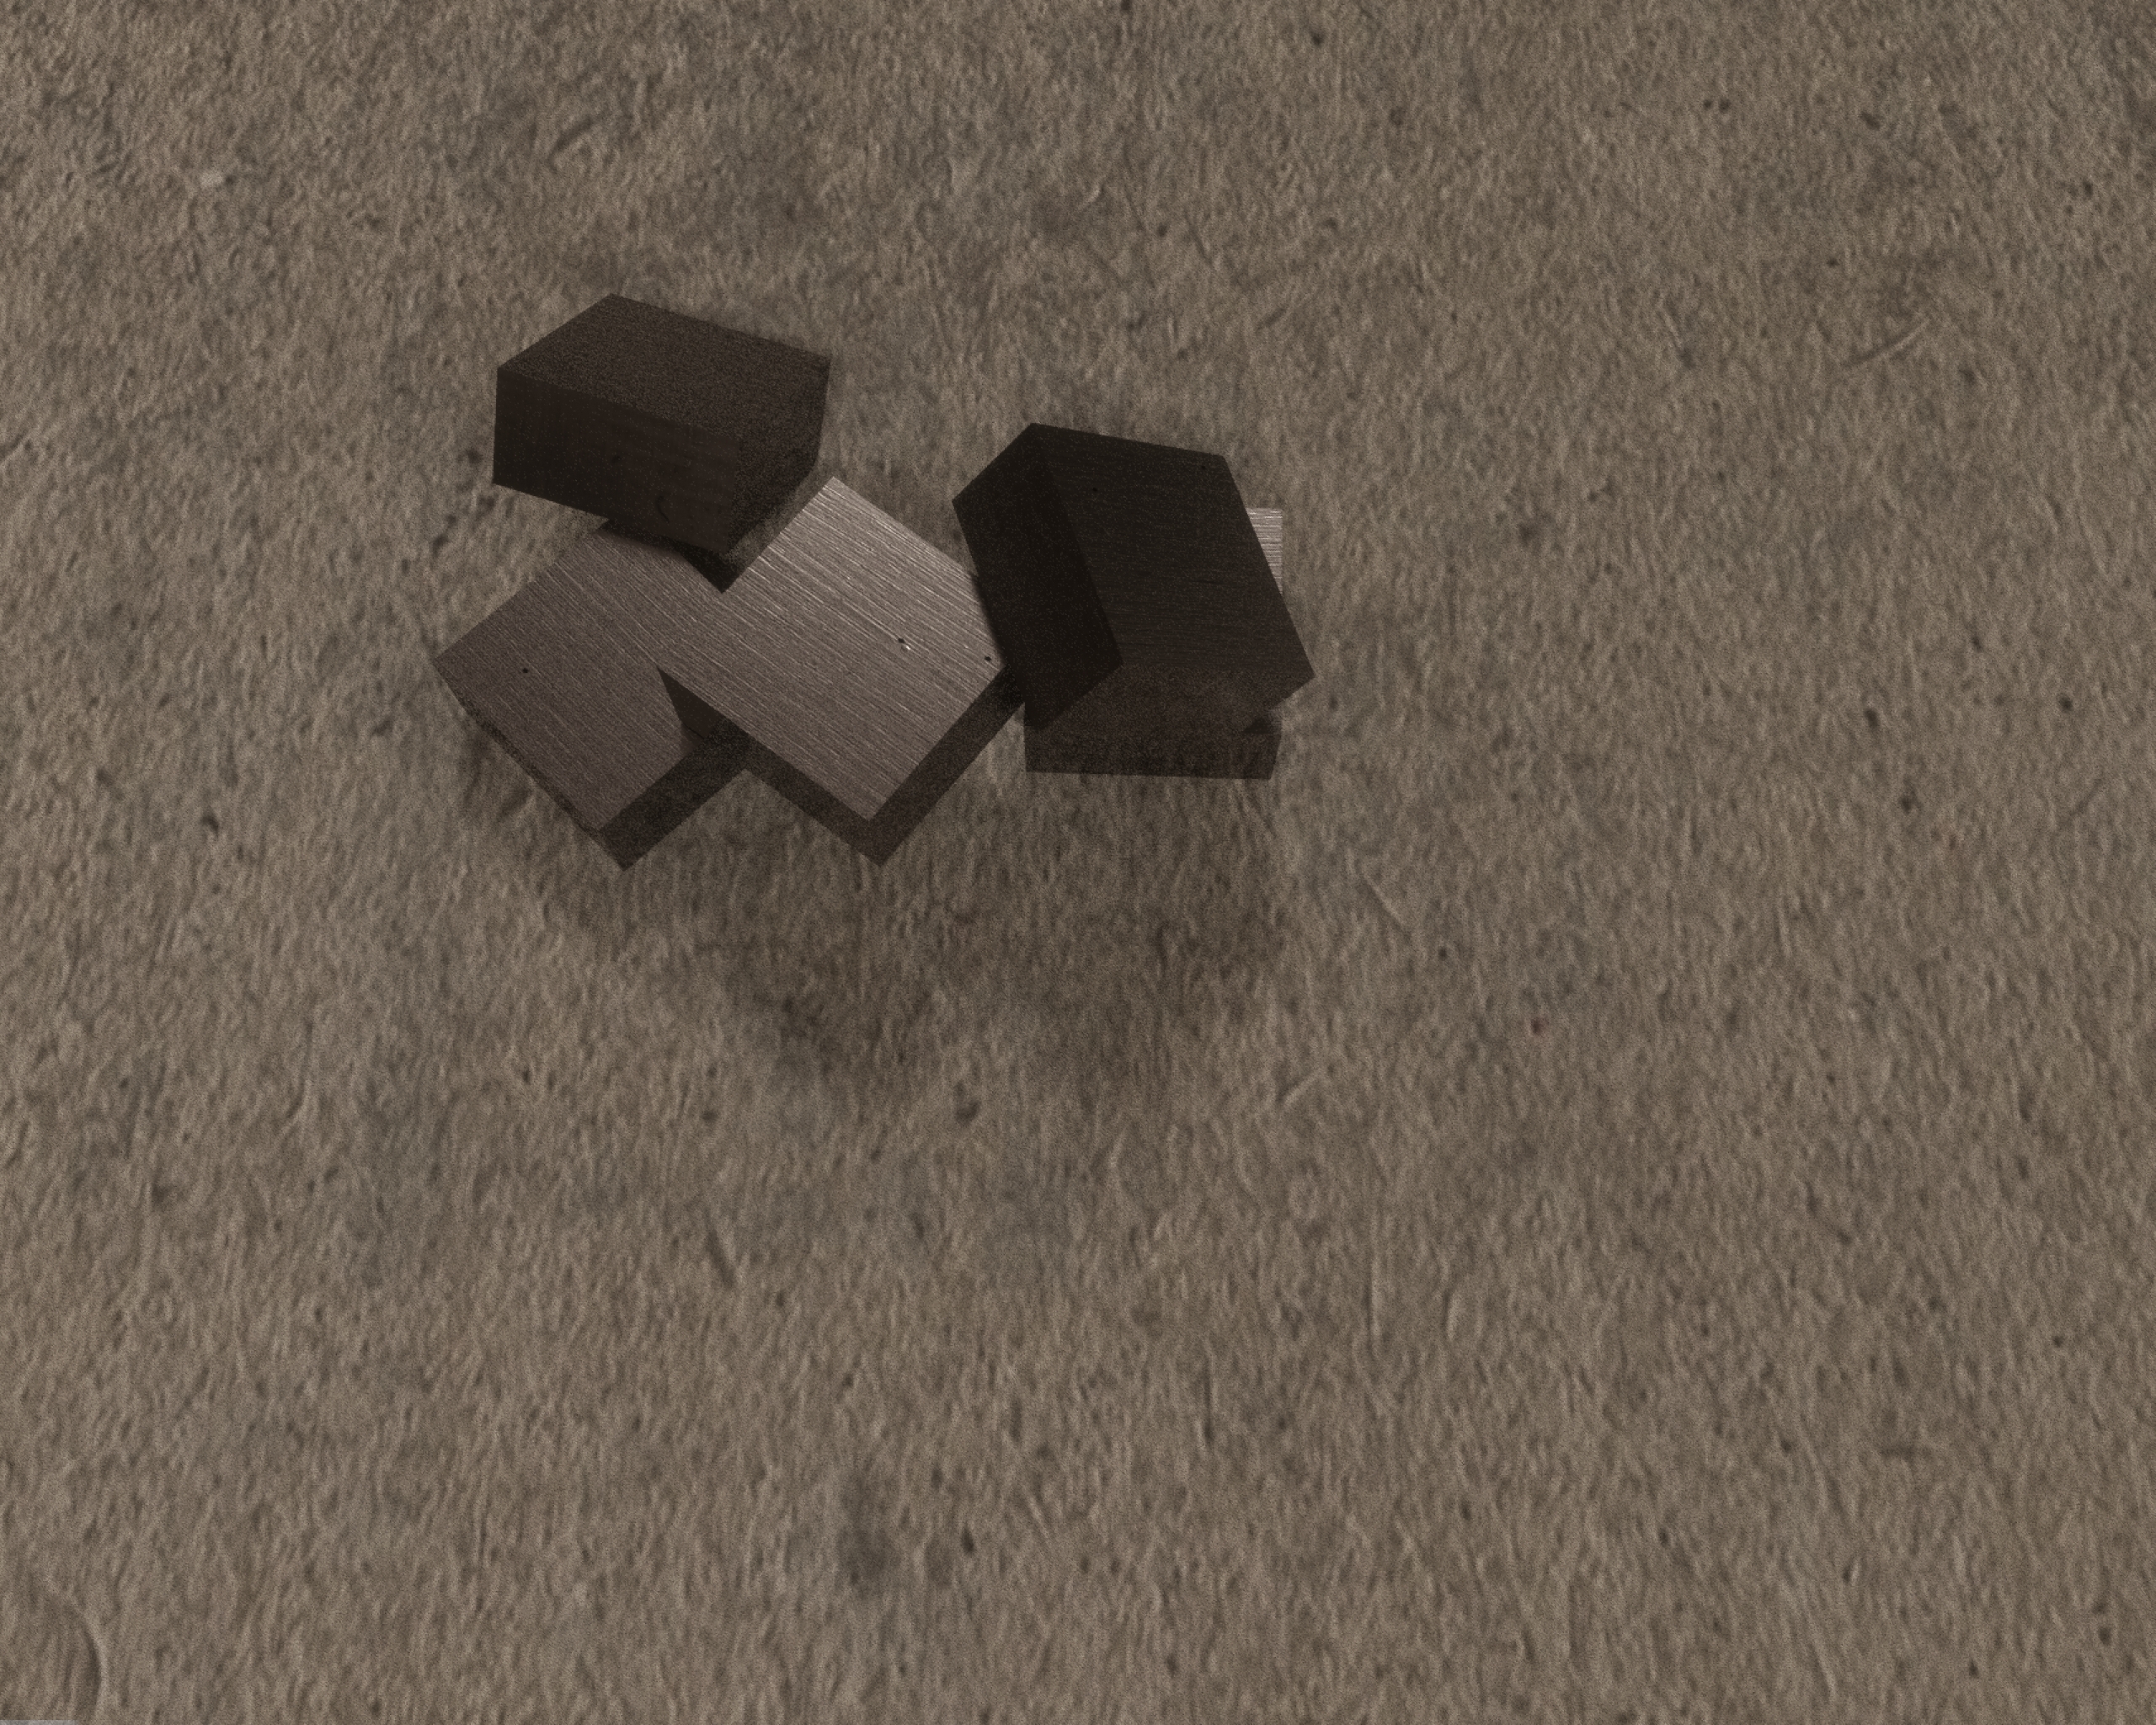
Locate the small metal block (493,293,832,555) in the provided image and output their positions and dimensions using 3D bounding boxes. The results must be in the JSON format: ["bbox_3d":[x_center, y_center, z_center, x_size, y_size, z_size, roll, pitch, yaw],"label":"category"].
[{"bbox_3d":[-0.085,-0.091,0.429,0.050,0.025,0.050,18,34,6],"label":"small metal block"}]

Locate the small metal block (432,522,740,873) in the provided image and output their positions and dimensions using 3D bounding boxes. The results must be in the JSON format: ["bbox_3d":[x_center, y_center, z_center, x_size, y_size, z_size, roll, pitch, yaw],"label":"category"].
[{"bbox_3d":[-0.091,-0.035,0.421,0.050,0.025,0.050,-43,76,-14],"label":"small metal block"}]

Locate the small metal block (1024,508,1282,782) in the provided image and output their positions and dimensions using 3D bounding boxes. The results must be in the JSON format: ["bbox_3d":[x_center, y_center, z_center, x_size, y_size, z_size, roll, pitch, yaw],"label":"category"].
[{"bbox_3d":[0.015,-0.045,0.426,0.050,0.025,0.050,2,70,0],"label":"small metal block"}]

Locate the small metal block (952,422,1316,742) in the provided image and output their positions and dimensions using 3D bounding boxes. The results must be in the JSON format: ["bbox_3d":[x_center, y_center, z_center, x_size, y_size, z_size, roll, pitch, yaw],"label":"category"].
[{"bbox_3d":[0.011,-0.051,0.388,0.050,0.025,0.050,-1,64,-44],"label":"small metal block"}]

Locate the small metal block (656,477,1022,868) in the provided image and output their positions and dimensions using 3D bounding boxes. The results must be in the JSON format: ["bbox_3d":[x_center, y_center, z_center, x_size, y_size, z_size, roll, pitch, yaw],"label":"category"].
[{"bbox_3d":[-0.042,-0.036,0.394,0.050,0.025,0.050,36,74,12],"label":"small metal block"}]
